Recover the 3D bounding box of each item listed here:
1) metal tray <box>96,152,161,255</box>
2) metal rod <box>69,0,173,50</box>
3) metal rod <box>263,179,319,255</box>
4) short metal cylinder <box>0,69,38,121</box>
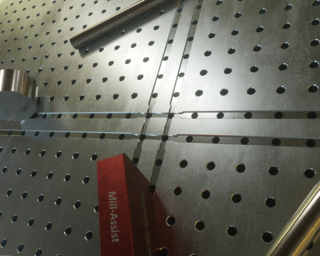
[{"bbox_3d":[-0.029,0.102,0.315,0.030,0.090,0.130,-17,55,8],"label":"metal tray"},{"bbox_3d":[-0.030,-0.217,0.555,0.301,0.025,0.025,-23,54,14],"label":"metal rod"},{"bbox_3d":[0.108,0.117,0.278,0.025,0.025,0.300,35,81,38],"label":"metal rod"},{"bbox_3d":[-0.257,-0.056,0.539,0.080,0.080,0.050,-22,54,14],"label":"short metal cylinder"}]
